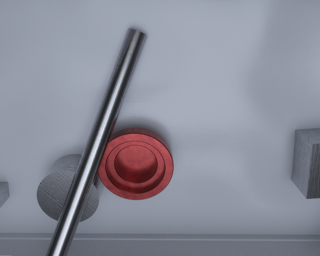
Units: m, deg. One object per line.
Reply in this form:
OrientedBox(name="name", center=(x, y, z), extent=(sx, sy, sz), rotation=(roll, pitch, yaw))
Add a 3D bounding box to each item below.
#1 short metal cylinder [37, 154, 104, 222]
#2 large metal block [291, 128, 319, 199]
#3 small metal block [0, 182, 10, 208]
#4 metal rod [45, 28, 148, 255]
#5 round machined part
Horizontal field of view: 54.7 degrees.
OrientedBox(name="short metal cylinder", center=(-0.120, 0.083, 0.427), extent=(0.081, 0.050, 0.079), rotation=(0, 110, -1))
OrientedBox(name="large metal block", center=(0.231, 0.045, 0.418), extent=(0.081, 0.050, 0.079), rotation=(-4, 110, 1))
OrientedBox(name="small metal block", center=(-0.247, 0.097, 0.430), extent=(0.050, 0.050, 0.025), rotation=(5, 110, -2))
OrientedBox(name="metal rod", center=(-0.079, 0.026, 0.378), extent=(0.025, 0.025, 0.298), rotation=(20, 93, -8))
OrientedBox(name="round machined part", center=(-0.032, 0.044, 0.418), extent=(0.099, 0.042, 0.097), rotation=(0, 110, -1))
